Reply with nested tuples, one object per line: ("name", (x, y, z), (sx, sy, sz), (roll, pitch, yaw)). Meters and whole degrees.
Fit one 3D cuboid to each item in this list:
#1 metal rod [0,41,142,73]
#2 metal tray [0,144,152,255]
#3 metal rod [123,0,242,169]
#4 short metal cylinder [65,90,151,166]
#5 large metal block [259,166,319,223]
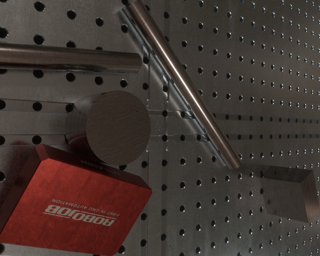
("metal rod", (-0.145, -0.067, 0.288), (0.302, 0.025, 0.025), (-6, 94, -40))
("metal tray", (-0.082, 0.079, 0.317), (0.131, 0.030, 0.090), (26, 96, -37))
("metal rod", (0.045, -0.047, 0.448), (0.025, 0.025, 0.300), (-52, 121, -27))
("short metal cylinder", (-0.057, 0.000, 0.346), (0.081, 0.050, 0.079), (0, 91, -40))
("large metal block", (0.242, 0.121, 0.581), (0.050, 0.080, 0.080), (-28, 108, -37))
